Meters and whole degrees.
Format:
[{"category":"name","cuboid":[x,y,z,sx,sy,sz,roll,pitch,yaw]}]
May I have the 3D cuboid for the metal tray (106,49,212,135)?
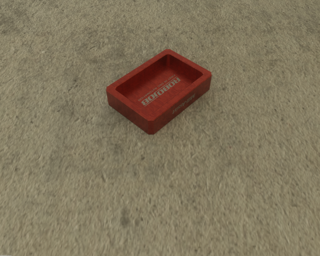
[{"category":"metal tray","cuboid":[0.000,-0.057,0.447,0.090,0.030,0.131,36,58,26]}]
